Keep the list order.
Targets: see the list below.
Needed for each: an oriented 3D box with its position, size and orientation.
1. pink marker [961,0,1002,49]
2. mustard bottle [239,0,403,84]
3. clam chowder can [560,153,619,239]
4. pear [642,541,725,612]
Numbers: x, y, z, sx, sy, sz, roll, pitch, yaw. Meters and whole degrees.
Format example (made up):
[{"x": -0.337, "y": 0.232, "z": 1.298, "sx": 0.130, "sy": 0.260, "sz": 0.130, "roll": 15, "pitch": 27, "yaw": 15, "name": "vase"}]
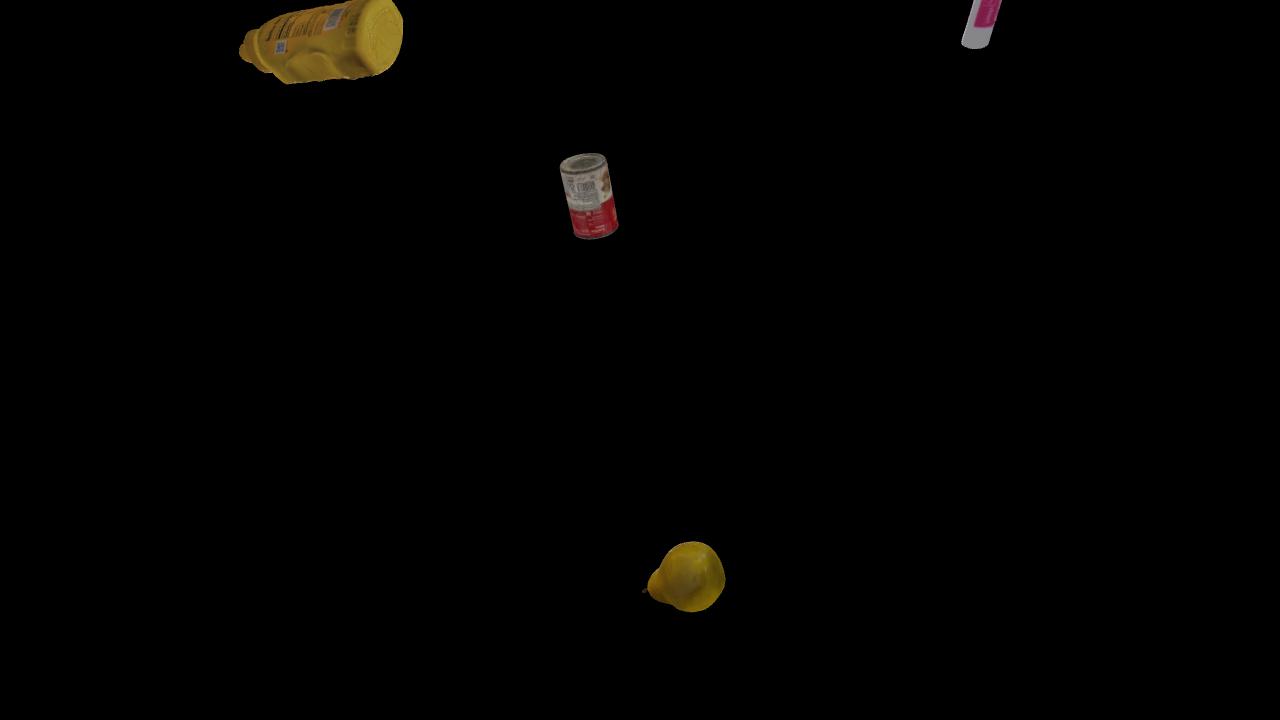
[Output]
[{"x": 0.244, "y": -0.274, "z": 0.413, "sx": 0.020, "sy": 0.020, "sz": 0.121, "roll": 0, "pitch": -39, "yaw": 8, "name": "pink marker"}, {"x": -0.343, "y": -0.330, "z": 0.642, "sx": 0.184, "sy": 0.092, "sz": 0.054, "roll": 2, "pitch": -20, "yaw": 17, "name": "mustard bottle"}, {"x": -0.072, "y": -0.232, "z": 0.873, "sx": 0.068, "sy": 0.102, "sz": 0.068, "roll": -7, "pitch": 39, "yaw": 5, "name": "clam chowder can"}, {"x": 0.040, "y": 0.255, "z": 0.712, "sx": 0.111, "sy": 0.080, "sz": 0.080, "roll": -26, "pitch": -10, "yaw": 21, "name": "pear"}]
